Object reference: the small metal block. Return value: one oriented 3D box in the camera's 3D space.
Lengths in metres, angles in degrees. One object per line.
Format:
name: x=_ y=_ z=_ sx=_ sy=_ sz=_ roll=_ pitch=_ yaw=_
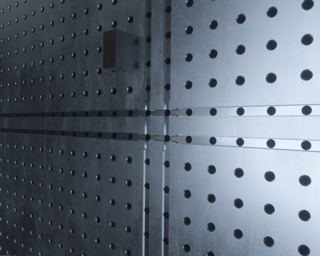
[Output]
small metal block: x=-0.052 y=-0.106 z=0.434 sx=0.025 sy=0.050 sz=0.050 roll=1 pitch=91 yaw=40
